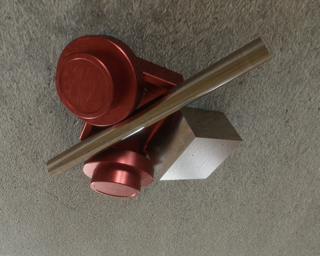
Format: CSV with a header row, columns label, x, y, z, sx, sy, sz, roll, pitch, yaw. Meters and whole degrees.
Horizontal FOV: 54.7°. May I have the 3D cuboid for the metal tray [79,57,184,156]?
label,x,y,z,sx,sy,sz,roll,pitch,yaw
metal tray,-0.037,-0.022,0.386,0.091,0.030,0.129,19,128,-16

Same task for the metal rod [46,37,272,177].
label,x,y,z,sx,sy,sz,roll,pitch,yaw
metal rod,-0.019,-0.013,0.359,0.300,0.025,0.025,-28,125,22

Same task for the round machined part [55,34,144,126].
label,x,y,z,sx,sy,sz,roll,pitch,yaw
round machined part,-0.070,-0.048,0.330,0.098,0.042,0.097,7,111,19

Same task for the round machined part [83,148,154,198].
label,x,y,z,sx,sy,sz,roll,pitch,yaw
round machined part,-0.059,0.067,0.432,0.099,0.042,0.098,6,151,4

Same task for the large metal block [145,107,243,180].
label,x,y,z,sx,sy,sz,roll,pitch,yaw
large metal block,0.042,0.021,0.392,0.081,0.050,0.080,6,134,-37
